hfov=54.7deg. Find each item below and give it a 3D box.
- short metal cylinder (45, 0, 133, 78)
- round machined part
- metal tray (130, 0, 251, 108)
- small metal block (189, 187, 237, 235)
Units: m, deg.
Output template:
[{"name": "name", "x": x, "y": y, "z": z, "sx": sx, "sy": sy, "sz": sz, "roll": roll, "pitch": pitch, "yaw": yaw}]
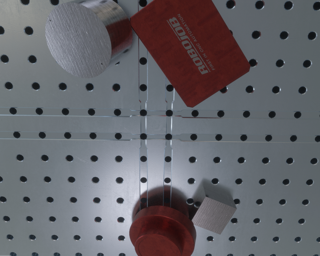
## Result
[{"name": "short metal cylinder", "x": -0.078, "y": -0.102, "z": 0.347, "sx": 0.080, "sy": 0.050, "sz": 0.079, "roll": 11, "pitch": 123, "yaw": 17}, {"name": "round machined part", "x": 0.002, "y": 0.165, "z": 0.452, "sx": 0.098, "sy": 0.042, "sz": 0.097, "roll": 6, "pitch": 119, "yaw": 12}, {"name": "metal tray", "x": 0.037, "y": -0.101, "z": 0.374, "sx": 0.090, "sy": 0.030, "sz": 0.130, "roll": -33, "pitch": 107, "yaw": 11}, {"name": "small metal block", "x": 0.077, "y": 0.123, "z": 0.460, "sx": 0.050, "sy": 0.025, "sz": 0.050, "roll": 23, "pitch": 108, "yaw": -9}]
